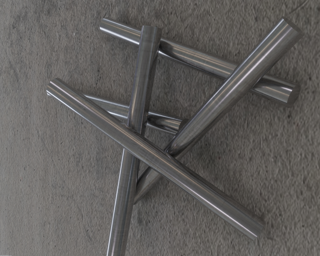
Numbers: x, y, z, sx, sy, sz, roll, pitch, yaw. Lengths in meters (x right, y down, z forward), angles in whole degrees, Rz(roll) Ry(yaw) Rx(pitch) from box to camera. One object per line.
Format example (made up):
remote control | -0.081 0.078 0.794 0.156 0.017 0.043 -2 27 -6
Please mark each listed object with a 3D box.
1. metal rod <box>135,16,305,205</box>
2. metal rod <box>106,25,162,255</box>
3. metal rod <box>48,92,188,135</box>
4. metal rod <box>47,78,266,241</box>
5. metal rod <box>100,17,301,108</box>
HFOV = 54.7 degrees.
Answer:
metal rod | 0.037 0.005 0.353 0.298 0.025 0.025 -50 61 36
metal rod | -0.035 0.024 0.397 0.025 0.025 0.298 15 99 39
metal rod | -0.082 -0.033 0.473 0.300 0.025 0.025 17 101 38
metal rod | -0.017 0.026 0.362 0.300 0.025 0.025 34 112 16
metal rod | 0.024 -0.093 0.385 0.300 0.025 0.025 31 109 35
